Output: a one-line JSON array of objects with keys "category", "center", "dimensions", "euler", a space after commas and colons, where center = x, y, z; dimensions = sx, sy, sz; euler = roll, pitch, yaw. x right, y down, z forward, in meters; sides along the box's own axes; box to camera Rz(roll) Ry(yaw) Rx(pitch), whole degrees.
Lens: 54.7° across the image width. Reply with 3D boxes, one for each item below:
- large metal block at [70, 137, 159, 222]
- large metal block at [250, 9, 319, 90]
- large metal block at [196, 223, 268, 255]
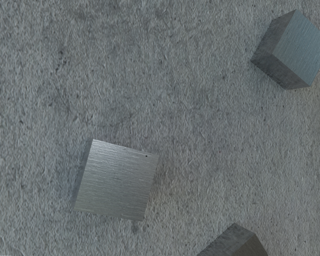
[{"category": "large metal block", "center": [-0.056, 0.061, 0.375], "dimensions": [0.081, 0.050, 0.080], "euler": [16, 85, -19]}, {"category": "large metal block", "center": [0.198, -0.115, 0.468], "dimensions": [0.080, 0.050, 0.080], "euler": [34, 79, -17]}, {"category": "large metal block", "center": [0.109, 0.197, 0.436], "dimensions": [0.080, 0.050, 0.080], "euler": [-35, 102, -17]}]
